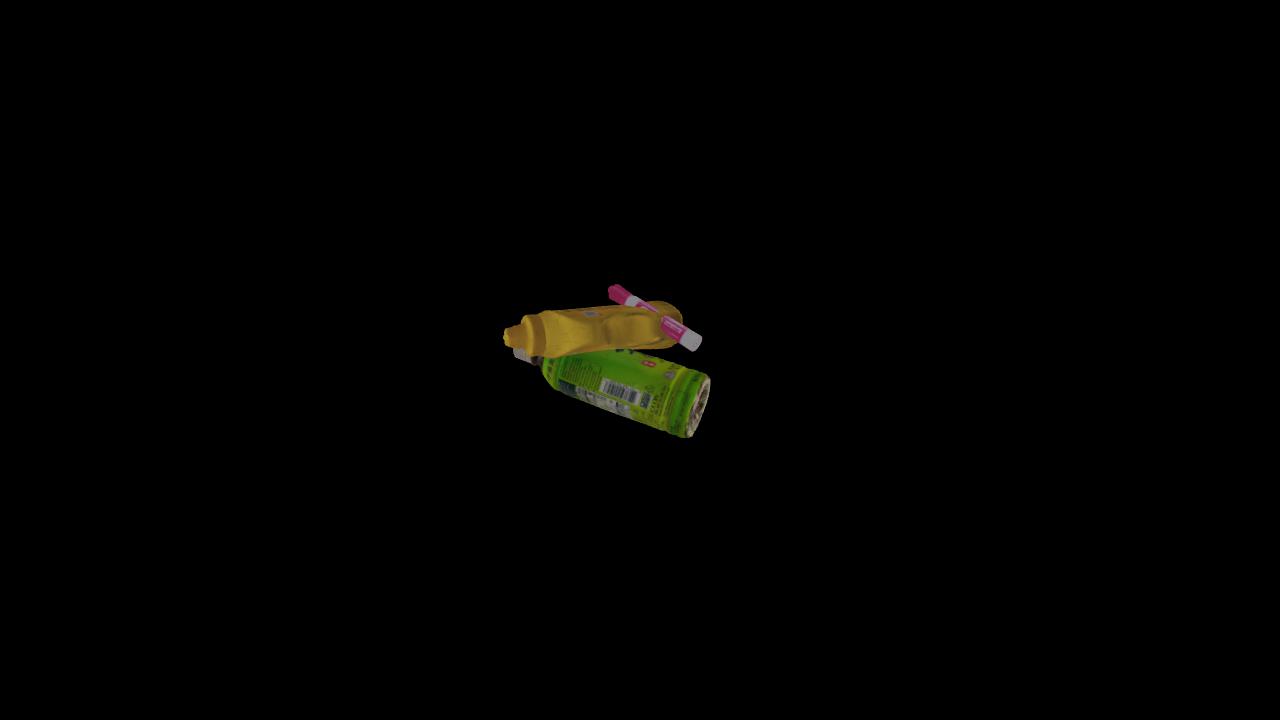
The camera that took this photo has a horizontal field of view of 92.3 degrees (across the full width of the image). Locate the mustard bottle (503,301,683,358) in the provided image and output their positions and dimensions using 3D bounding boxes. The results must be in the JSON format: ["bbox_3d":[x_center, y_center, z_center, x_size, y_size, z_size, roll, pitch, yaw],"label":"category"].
[{"bbox_3d":[-0.053,-0.031,0.649,0.184,0.054,0.092,-6,13,-28],"label":"mustard bottle"}]

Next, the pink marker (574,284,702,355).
[{"bbox_3d":[0.013,-0.047,0.652,0.121,0.020,0.020,34,15,24],"label":"pink marker"}]

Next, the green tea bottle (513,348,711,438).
[{"bbox_3d":[-0.035,0.016,0.644,0.212,0.073,0.073,19,5,14],"label":"green tea bottle"}]
